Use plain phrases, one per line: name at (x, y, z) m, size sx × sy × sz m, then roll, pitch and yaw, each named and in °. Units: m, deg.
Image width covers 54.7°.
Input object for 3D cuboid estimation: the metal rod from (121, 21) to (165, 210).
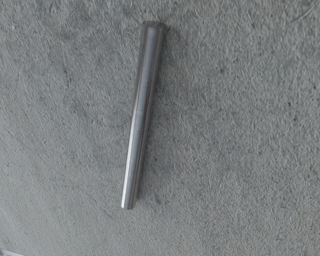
metal rod at (-0.029, 0.006, 0.425) m, size 0.025 × 0.025 × 0.298 m, roll 22°, pitch 127°, yaw 15°
